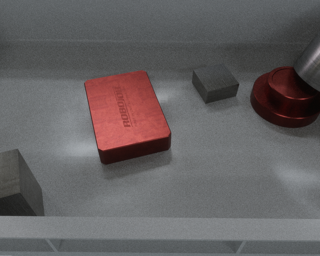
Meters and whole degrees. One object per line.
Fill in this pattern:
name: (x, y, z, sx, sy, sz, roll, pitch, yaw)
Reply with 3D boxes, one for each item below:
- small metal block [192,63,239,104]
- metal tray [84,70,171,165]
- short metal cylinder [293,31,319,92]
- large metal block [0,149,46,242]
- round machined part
small metal block: (0.082, -0.067, 0.463, 0.050, 0.025, 0.050, -15, 52, -13)
metal tray: (-0.046, -0.020, 0.418, 0.091, 0.030, 0.130, -12, 51, -11)
short metal cylinder: (0.230, -0.085, 0.415, 0.081, 0.050, 0.080, 16, 42, -14)
large metal block: (-0.168, 0.073, 0.306, 0.081, 0.080, 0.050, -14, 52, -12)
round machined part: (0.182, -0.050, 0.439, 0.099, 0.042, 0.098, 0, 50, 0)
